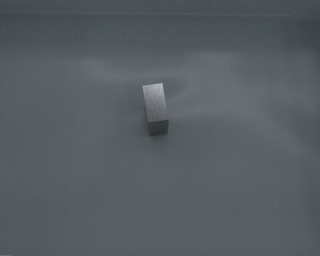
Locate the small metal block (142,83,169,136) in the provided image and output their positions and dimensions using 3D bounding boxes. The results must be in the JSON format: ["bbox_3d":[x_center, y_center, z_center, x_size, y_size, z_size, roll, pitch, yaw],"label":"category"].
[{"bbox_3d":[-0.006,-0.023,0.401,0.025,0.050,0.050,-8,70,-3],"label":"small metal block"}]
